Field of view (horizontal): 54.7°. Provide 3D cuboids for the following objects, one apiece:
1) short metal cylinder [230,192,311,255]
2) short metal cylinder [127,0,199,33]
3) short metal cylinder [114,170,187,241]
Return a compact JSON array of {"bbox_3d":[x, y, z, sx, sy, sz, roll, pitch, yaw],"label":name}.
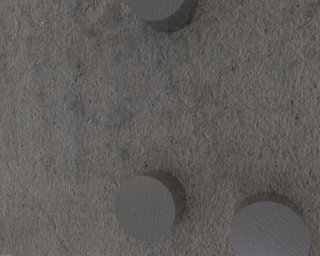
[{"bbox_3d":[0.124,0.117,0.352,0.080,0.050,0.080,0,90,20],"label":"short metal cylinder"},{"bbox_3d":[0.004,-0.168,0.394,0.080,0.050,0.080,0,90,20],"label":"short metal cylinder"},{"bbox_3d":[-0.011,0.098,0.400,0.080,0.050,0.080,0,90,20],"label":"short metal cylinder"}]
